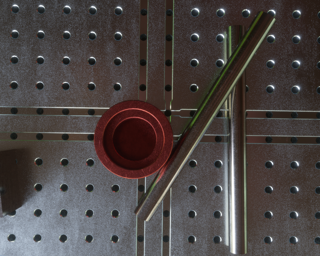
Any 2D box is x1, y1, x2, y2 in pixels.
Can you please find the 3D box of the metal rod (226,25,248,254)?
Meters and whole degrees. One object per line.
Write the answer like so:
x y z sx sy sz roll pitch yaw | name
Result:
0.103 0.015 0.414 0.025 0.025 0.298 -1 90 -1 | metal rod

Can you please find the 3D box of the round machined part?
-0.032 0.014 0.402 0.099 0.042 0.097 0 88 3 | round machined part

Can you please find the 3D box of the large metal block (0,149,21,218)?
-0.234 0.073 0.398 0.081 0.050 0.079 -6 90 -1 | large metal block

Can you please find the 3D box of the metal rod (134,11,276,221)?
0.054 -0.010 0.397 0.025 0.025 0.299 31 96 -1 | metal rod
